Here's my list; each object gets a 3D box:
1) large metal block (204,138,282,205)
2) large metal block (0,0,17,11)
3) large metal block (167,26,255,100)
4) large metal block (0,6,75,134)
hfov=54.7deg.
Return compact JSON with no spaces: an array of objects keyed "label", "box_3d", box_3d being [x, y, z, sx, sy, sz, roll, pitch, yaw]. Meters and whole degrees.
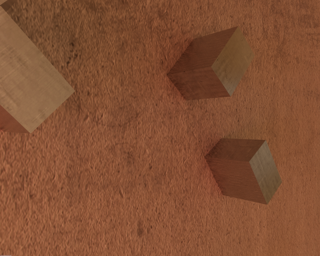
[{"label":"large metal block","box_3d":[0.128,0.064,0.476,0.050,0.080,0.080,-42,116,-32]},{"label":"large metal block","box_3d":[-0.157,-0.100,0.236,0.050,0.080,0.080,52,60,-27]},{"label":"large metal block","box_3d":[0.070,-0.086,0.427,0.050,0.080,0.080,49,61,-29]},{"label":"large metal block","box_3d":[-0.132,-0.042,0.258,0.050,0.080,0.080,-52,121,-27]}]
